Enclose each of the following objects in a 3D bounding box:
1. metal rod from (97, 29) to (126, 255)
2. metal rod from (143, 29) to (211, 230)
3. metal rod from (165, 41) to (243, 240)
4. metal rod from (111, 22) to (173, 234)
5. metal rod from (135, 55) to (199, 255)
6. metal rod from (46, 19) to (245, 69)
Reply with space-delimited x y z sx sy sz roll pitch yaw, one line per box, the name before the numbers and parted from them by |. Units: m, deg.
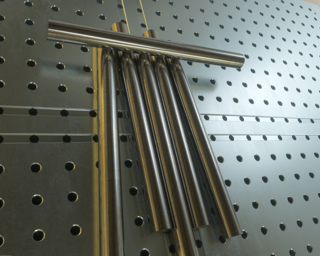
metal rod | -0.062 -0.002 0.374 0.025 0.025 0.299 7 59 -25
metal rod | 0.016 -0.015 0.427 0.025 0.025 0.299 1 61 -28
metal rod | 0.050 0.000 0.435 0.025 0.025 0.299 -2 63 -29
metal rod | -0.030 -0.018 0.403 0.025 0.025 0.299 1 61 -28
metal rod | 0.005 0.031 0.391 0.025 0.025 0.299 1 62 -28
metal rod | -0.002 -0.115 0.444 0.302 0.025 0.025 2 61 -27
